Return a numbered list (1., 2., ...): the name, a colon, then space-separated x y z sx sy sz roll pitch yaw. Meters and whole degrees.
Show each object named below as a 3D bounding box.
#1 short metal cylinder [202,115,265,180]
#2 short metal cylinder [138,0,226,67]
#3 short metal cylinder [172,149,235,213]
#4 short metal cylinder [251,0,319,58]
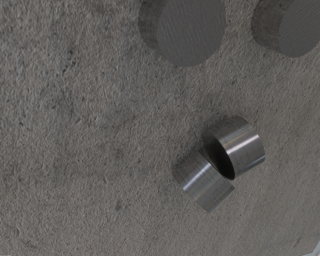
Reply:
1. short metal cylinder: 0.104 0.028 0.445 0.050 0.080 0.080 -28 128 -11
2. short metal cylinder: 0.023 -0.112 0.334 0.081 0.050 0.079 -14 124 -21
3. short metal cylinder: 0.063 0.076 0.453 0.050 0.080 0.080 -45 129 3
4. short metal cylinder: 0.166 -0.136 0.396 0.081 0.050 0.079 -14 124 -21
